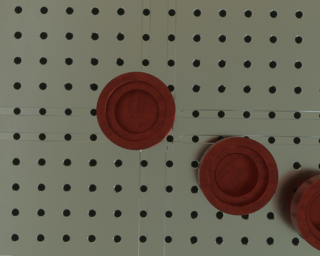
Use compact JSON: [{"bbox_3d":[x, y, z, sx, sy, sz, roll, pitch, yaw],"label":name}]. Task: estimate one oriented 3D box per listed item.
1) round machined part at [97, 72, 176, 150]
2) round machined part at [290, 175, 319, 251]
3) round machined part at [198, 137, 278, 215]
[{"bbox_3d":[-0.030,-0.021,0.405,0.099,0.042,0.097,0,90,0],"label":"round machined part"},{"bbox_3d":[0.220,0.109,0.406,0.099,0.042,0.097,0,90,0],"label":"round machined part"},{"bbox_3d":[0.098,0.060,0.406,0.099,0.042,0.097,0,90,0],"label":"round machined part"}]
